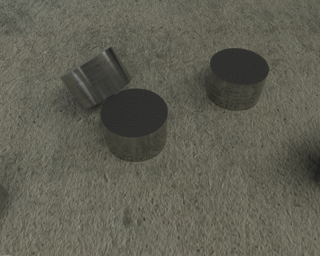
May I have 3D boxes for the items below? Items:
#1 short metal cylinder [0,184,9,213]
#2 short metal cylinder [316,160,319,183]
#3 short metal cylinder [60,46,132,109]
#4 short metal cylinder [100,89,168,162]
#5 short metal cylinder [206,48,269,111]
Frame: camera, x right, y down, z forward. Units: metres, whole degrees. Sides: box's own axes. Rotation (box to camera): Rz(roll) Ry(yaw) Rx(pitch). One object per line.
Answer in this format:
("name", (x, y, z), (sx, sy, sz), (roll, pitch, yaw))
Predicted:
("short metal cylinder", (-0.200, 0.074, 0.304), (0.080, 0.080, 0.050), (11, 51, 9))
("short metal cylinder", (0.214, 0.034, 0.340), (0.050, 0.080, 0.080), (23, 54, 18))
("short metal cylinder", (-0.085, -0.068, 0.418), (0.080, 0.050, 0.080), (-28, 19, 11))
("short metal cylinder", (-0.031, -0.004, 0.390), (0.081, 0.050, 0.080), (0, 50, 0))
("short metal cylinder", (0.110, -0.071, 0.447), (0.080, 0.050, 0.080), (0, 50, 0))
